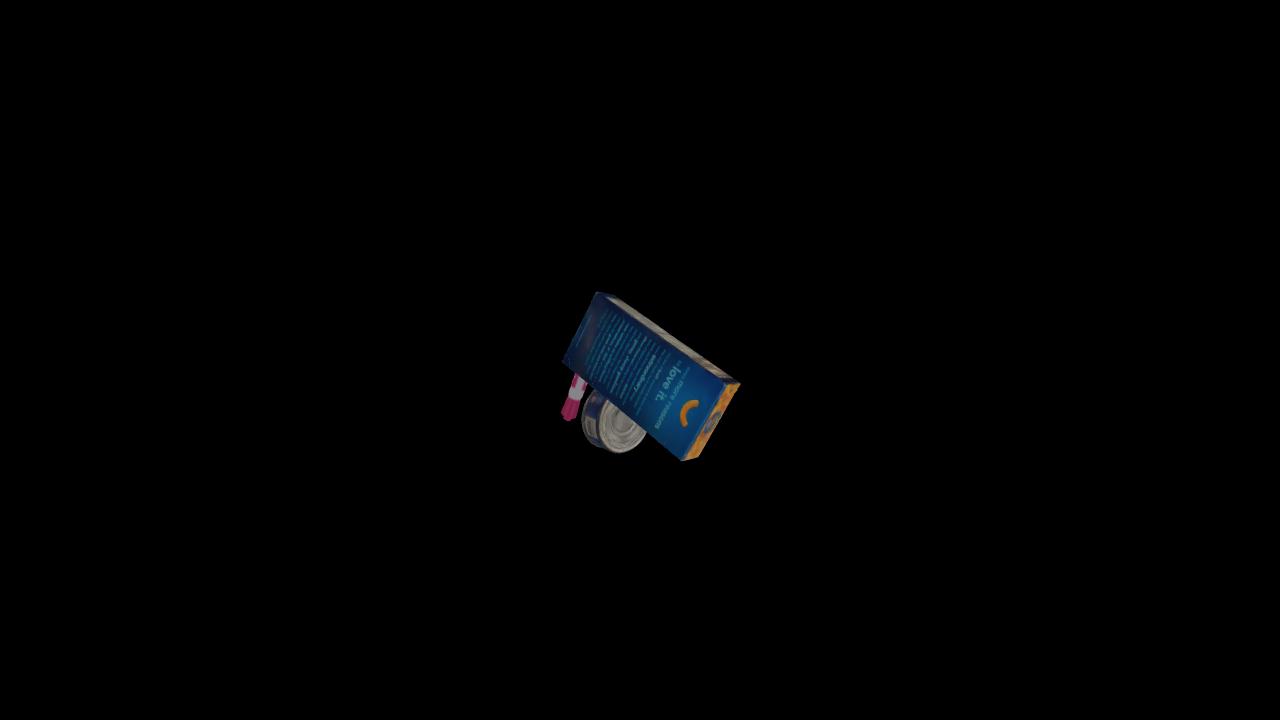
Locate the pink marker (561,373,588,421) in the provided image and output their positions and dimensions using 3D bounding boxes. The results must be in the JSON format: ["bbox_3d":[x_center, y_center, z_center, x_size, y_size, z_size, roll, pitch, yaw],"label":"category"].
[{"bbox_3d":[-0.065,0.014,0.700,0.020,0.121,0.020,20,13,-5],"label":"pink marker"}]

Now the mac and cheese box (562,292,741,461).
[{"bbox_3d":[0.006,0.013,0.639,0.184,0.093,0.041,38,18,29],"label":"mac and cheese box"}]

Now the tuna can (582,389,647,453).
[{"bbox_3d":[-0.027,0.068,0.739,0.084,0.084,0.034,0,8,-40],"label":"tuna can"}]
